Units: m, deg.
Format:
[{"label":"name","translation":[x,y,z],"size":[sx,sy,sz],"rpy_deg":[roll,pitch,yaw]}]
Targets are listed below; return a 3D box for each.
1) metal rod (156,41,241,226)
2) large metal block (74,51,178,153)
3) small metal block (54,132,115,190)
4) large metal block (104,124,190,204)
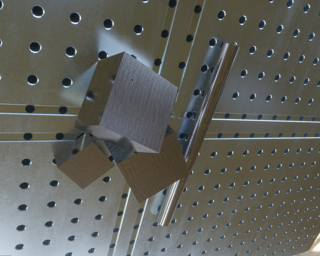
[{"label":"metal rod","translation":[0.048,0.023,0.453],"size":[0.025,0.025,0.298],"rpy_deg":[4,117,-31]},{"label":"large metal block","translation":[-0.034,-0.024,0.340],"size":[0.080,0.050,0.080],"rpy_deg":[28,70,-38]},{"label":"small metal block","translation":[-0.093,0.041,0.387],"size":[0.050,0.025,0.050],"rpy_deg":[-37,130,-4]},{"label":"large metal block","translation":[-0.015,0.041,0.413],"size":[0.080,0.050,0.080],"rpy_deg":[-29,129,-10]}]
